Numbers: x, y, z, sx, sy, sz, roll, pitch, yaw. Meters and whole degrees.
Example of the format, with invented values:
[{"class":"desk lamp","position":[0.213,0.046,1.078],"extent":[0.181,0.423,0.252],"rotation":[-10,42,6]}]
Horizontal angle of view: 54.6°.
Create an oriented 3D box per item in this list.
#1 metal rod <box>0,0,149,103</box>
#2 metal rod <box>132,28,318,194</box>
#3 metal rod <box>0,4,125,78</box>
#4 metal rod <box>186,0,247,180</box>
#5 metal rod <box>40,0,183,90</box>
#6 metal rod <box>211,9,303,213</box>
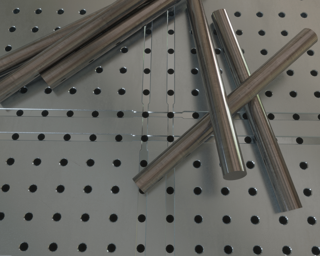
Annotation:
[{"class":"metal rod","position":[-0.111,-0.133,0.444],"extent":[0.301,0.025,0.025],"rotation":[-37,74,-7]},{"class":"metal rod","position":[0.087,-0.025,0.400],"extent":[0.301,0.025,0.025],"rotation":[-41,75,-5]},{"class":"metal rod","position":[-0.114,-0.152,0.466],"extent":[0.301,0.025,0.025],"rotation":[-30,73,-11]},{"class":"metal rod","position":[0.066,-0.076,0.406],"extent":[0.025,0.025,0.299],"rotation":[-5,58,-2]},{"class":"metal rod","position":[-0.043,-0.154,0.463],"extent":[0.301,0.025,0.025],"rotation":[-38,74,-11]},{"class":"metal rod","position":[0.125,-0.037,0.426],"extent":[0.025,0.025,0.299],"rotation":[-13,71,-5]}]
